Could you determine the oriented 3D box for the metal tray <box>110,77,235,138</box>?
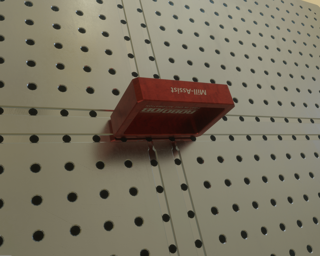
[{"bbox_3d":[0.015,-0.021,0.386,0.131,0.090,0.030,0,62,-28],"label":"metal tray"}]
